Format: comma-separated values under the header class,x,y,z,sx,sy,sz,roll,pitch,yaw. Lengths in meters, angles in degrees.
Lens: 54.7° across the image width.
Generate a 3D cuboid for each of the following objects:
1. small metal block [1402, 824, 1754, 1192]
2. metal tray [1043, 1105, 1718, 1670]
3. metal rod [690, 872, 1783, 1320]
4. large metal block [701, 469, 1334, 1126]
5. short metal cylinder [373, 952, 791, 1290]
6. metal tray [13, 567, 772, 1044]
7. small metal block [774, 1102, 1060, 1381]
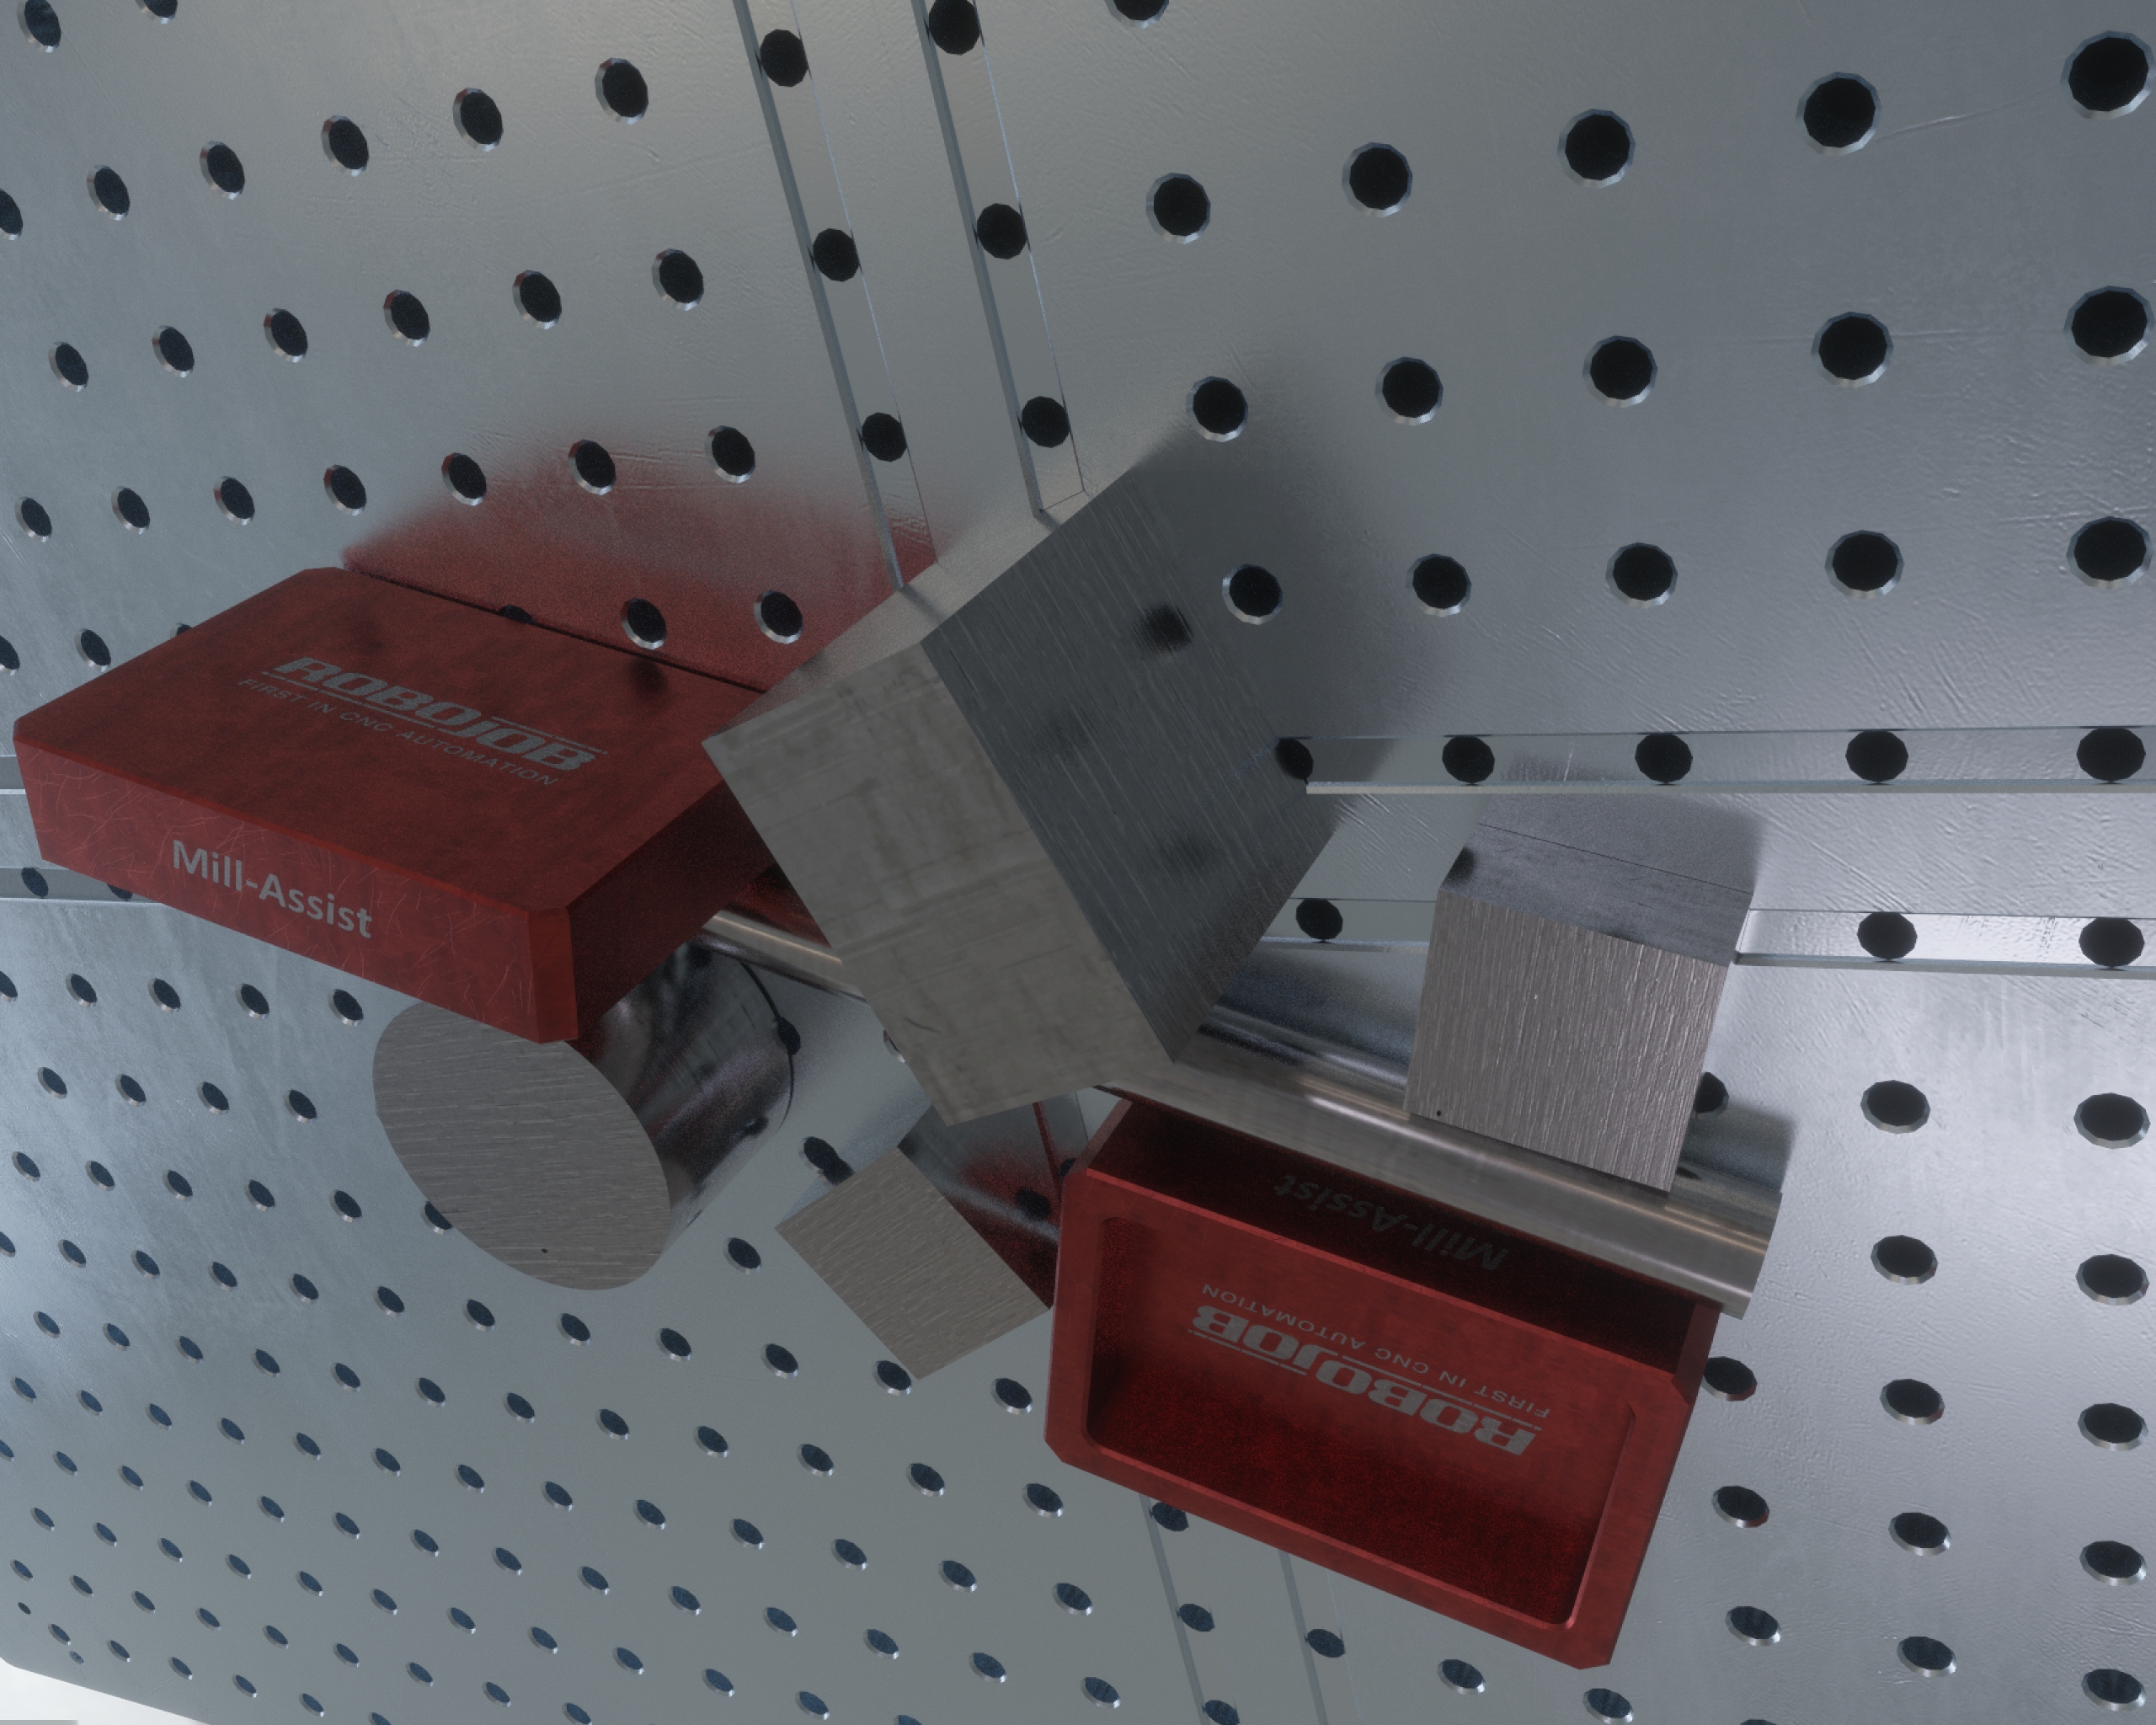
class,x,y,z,sx,sy,sz,roll,pitch,yaw
small metal block,0.090,0.026,0.380,0.050,0.025,0.050,16,125,19
metal tray,0.060,0.109,0.443,0.130,0.030,0.089,17,126,18
metal rod,-0.009,0.029,0.434,0.301,0.025,0.025,18,126,17
large metal block,-0.007,-0.013,0.373,0.050,0.080,0.080,-20,108,36
short metal cylinder,-0.115,0.052,0.487,0.080,0.050,0.079,13,124,21
metal tray,-0.134,-0.017,0.428,0.130,0.090,0.030,17,125,18
small metal block,-0.033,0.086,0.483,0.050,0.025,0.050,48,129,-6
